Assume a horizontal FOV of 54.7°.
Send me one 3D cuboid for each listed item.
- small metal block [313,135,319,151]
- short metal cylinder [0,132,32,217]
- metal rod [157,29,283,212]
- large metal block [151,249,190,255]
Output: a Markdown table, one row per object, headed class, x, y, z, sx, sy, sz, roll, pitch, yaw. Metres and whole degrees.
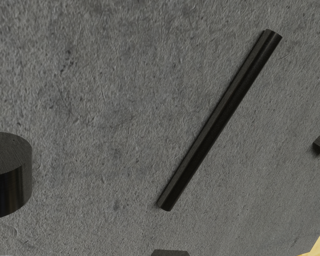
| class | x | y | z | sx | sy | sz | roll | pitch | yaw |
| --- | --- | --- | --- | --- | --- | --- | --- | --- | --- |
| small metal block | 0.339 | 0.027 | 0.613 | 0.050 | 0.025 | 0.050 | -48 | 129 | 5 |
| short metal cylinder | -0.170 | 0.045 | 0.306 | 0.081 | 0.080 | 0.050 | -4 | 120 | -27 |
| metal rod | 0.080 | -0.002 | 0.451 | 0.025 | 0.025 | 0.298 | 19 | 108 | -36 |
| large metal block | 0.013 | 0.273 | 0.569 | 0.080 | 0.050 | 0.080 | 20 | 108 | -36 |
